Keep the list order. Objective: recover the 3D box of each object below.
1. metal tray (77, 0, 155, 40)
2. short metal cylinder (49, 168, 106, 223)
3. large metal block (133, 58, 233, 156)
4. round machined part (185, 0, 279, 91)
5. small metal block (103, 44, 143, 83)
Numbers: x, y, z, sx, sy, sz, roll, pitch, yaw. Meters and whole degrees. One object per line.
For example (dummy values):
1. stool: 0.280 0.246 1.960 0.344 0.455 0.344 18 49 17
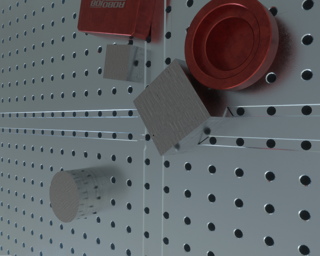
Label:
1. metal tray: -0.066 -0.183 0.459 0.130 0.030 0.089 18 101 38
2. short metal cylinder: -0.134 0.107 0.501 0.080 0.050 0.079 0 90 39
3. large metal block: 0.025 -0.023 0.371 0.080 0.050 0.080 -41 65 32
4. round machined part: 0.078 -0.088 0.333 0.098 0.042 0.097 0 90 39
5. small metal block: -0.054 -0.094 0.452 0.050 0.025 0.050 13 98 39
